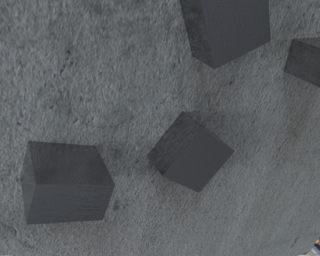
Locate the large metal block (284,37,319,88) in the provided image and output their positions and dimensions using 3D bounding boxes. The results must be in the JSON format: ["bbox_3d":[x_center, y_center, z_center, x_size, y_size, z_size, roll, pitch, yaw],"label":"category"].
[{"bbox_3d":[0.245,-0.096,0.449,0.081,0.080,0.050,-10,123,-24],"label":"large metal block"}]

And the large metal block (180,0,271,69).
[{"bbox_3d":[0.076,-0.127,0.355,0.080,0.050,0.080,-28,128,-11],"label":"large metal block"}]

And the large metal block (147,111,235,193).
[{"bbox_3d":[0.044,0.036,0.439,0.080,0.050,0.080,31,101,-39],"label":"large metal block"}]

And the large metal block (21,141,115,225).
[{"bbox_3d":[-0.107,0.059,0.350,0.081,0.080,0.050,7,115,-32],"label":"large metal block"}]
